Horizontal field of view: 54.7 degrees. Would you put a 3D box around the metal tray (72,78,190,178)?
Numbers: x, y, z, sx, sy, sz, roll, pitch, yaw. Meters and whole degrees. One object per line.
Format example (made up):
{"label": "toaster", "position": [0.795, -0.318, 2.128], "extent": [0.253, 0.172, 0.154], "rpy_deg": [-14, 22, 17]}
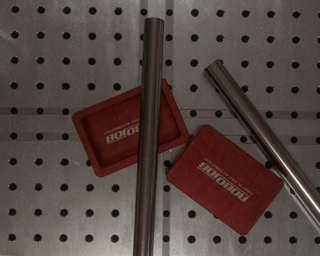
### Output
{"label": "metal tray", "position": [-0.037, -0.001, 0.410], "extent": [0.131, 0.030, 0.090], "rpy_deg": [-23, 90, -1]}

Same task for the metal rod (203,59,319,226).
{"label": "metal rod", "position": [0.158, 0.035, 0.415], "extent": [0.025, 0.025, 0.299], "rpy_deg": [-37, 90, 0]}

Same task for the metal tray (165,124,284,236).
{"label": "metal tray", "position": [0.084, 0.067, 0.412], "extent": [0.130, 0.030, 0.090], "rpy_deg": [37, 90, -1]}

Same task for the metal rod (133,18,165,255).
{"label": "metal rod", "position": [-0.014, 0.017, 0.382], "extent": [0.025, 0.025, 0.298], "rpy_deg": [3, 90, -1]}
